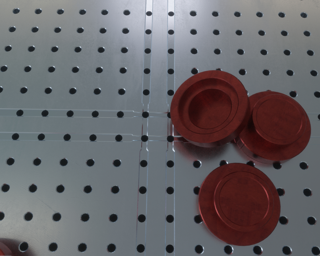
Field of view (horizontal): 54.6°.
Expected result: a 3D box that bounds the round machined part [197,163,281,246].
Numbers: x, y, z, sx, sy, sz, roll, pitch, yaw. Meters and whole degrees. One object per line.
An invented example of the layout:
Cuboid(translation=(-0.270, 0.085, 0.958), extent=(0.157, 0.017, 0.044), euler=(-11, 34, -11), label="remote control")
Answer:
Cuboid(translation=(0.095, 0.089, 0.371), extent=(0.099, 0.042, 0.098), euler=(0, 70, 0), label="round machined part")

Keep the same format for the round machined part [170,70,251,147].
Cuboid(translation=(0.066, -0.021, 0.399), extent=(0.098, 0.042, 0.098), euler=(-9, 66, 22), label="round machined part")

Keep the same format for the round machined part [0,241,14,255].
Cuboid(translation=(-0.204, 0.171, 0.339), extent=(0.099, 0.042, 0.098), euler=(0, 70, 0), label="round machined part")

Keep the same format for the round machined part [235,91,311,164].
Cuboid(translation=(0.149, -0.005, 0.405), extent=(0.099, 0.042, 0.098), euler=(0, 70, 0), label="round machined part")
